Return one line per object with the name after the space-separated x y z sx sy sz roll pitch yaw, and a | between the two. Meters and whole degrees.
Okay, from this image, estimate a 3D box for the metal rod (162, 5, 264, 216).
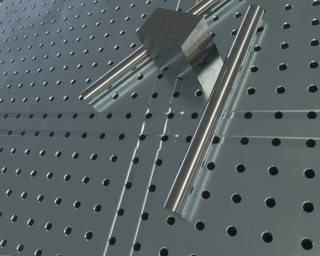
0.074 -0.036 0.390 0.025 0.025 0.300 13 68 33 | metal rod

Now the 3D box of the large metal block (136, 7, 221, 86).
0.027 -0.112 0.426 0.080 0.080 0.050 27 77 37 | large metal block

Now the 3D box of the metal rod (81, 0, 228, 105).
0.001 -0.137 0.489 0.300 0.025 0.025 -37 51 3 | metal rod
